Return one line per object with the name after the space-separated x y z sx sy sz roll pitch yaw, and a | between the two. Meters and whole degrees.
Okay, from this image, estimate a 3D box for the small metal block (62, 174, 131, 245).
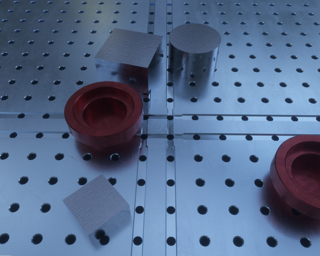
-0.068 0.086 0.335 0.050 0.025 0.050 -34 58 -25 | small metal block

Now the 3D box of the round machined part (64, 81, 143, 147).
-0.071 -0.014 0.407 0.099 0.042 0.098 0 50 0 | round machined part

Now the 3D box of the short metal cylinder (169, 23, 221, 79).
0.054 -0.123 0.495 0.080 0.050 0.080 0 50 0 | short metal cylinder

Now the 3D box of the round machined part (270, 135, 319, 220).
0.174 0.058 0.349 0.099 0.042 0.098 0 50 0 | round machined part

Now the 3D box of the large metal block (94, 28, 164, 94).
-0.044 -0.105 0.479 0.080 0.050 0.080 13 51 10 | large metal block
